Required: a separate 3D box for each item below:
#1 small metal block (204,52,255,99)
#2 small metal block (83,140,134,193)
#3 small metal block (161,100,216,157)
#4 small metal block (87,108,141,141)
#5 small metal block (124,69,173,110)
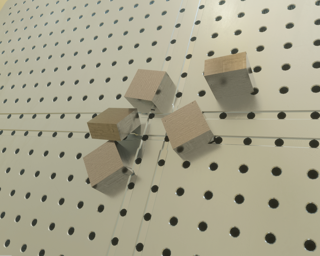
[{"bbox_3d":[0.087,-0.064,0.386,0.050,0.050,0.025,-7,59,25],"label":"small metal block"},{"bbox_3d":[-0.070,0.050,0.416,0.050,0.025,0.050,-34,51,6],"label":"small metal block"},{"bbox_3d":[0.035,0.001,0.390,0.050,0.025,0.050,-28,52,10],"label":"small metal block"},{"bbox_3d":[-0.063,-0.006,0.431,0.050,0.025,0.050,3,28,30],"label":"small metal block"},{"bbox_3d":[-0.017,-0.057,0.453,0.050,0.025,0.050,12,68,33],"label":"small metal block"}]
